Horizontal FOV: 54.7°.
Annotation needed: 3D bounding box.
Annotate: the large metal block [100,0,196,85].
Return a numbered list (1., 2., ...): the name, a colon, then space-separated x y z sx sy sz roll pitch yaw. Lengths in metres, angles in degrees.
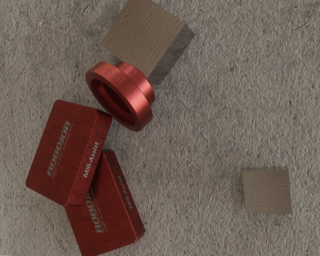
1. large metal block: -0.015 -0.114 0.400 0.080 0.050 0.080 39 102 15

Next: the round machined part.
1. round machined part: -0.045 -0.045 0.394 0.098 0.098 0.042 39 69 15

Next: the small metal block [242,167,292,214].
1. small metal block: 0.126 0.073 0.365 0.050 0.025 0.050 -5 89 19

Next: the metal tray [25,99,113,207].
1. metal tray: -0.126 0.032 0.425 0.090 0.030 0.129 14 83 33

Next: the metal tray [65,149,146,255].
1. metal tray: -0.087 0.106 0.436 0.090 0.030 0.129 -25 82 18
